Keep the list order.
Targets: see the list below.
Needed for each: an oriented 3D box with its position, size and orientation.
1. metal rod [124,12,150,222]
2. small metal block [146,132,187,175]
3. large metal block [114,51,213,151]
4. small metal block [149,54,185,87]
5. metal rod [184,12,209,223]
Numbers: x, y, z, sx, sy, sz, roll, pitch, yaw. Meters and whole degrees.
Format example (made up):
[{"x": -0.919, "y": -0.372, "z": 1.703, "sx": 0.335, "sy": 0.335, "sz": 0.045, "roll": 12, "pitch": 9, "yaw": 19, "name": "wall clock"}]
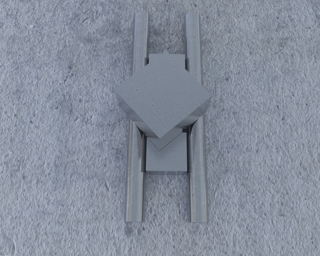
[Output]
[{"x": -0.029, "y": -0.028, "z": 0.420, "sx": 0.025, "sy": 0.025, "sz": 0.299, "roll": 1, "pitch": 70, "yaw": 0, "name": "metal rod"}, {"x": 0.008, "y": 0.033, "z": 0.396, "sx": 0.050, "sy": 0.025, "sz": 0.050, "roll": 1, "pitch": 70, "yaw": 0, "name": "small metal block"}, {"x": 0.004, "y": -0.033, "z": 0.379, "sx": 0.080, "sy": 0.050, "sz": 0.080, "roll": -39, "pitch": 75, "yaw": -13, "name": "large metal block"}, {"x": 0.009, "y": -0.076, "z": 0.436, "sx": 0.050, "sy": 0.025, "sz": 0.050, "roll": 1, "pitch": 70, "yaw": 0, "name": "small metal block"}, {"x": 0.047, "y": -0.028, "z": 0.420, "sx": 0.025, "sy": 0.025, "sz": 0.299, "roll": 1, "pitch": 70, "yaw": 0, "name": "metal rod"}]
